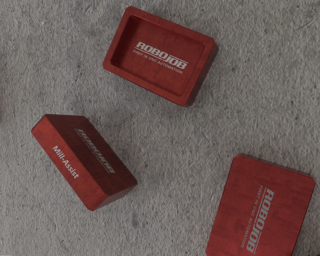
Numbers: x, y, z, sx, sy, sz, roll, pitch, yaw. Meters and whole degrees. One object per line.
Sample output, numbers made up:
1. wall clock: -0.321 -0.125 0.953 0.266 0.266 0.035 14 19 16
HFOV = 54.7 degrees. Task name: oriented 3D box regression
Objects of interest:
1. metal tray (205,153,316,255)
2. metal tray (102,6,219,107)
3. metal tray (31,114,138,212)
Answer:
1. metal tray: 0.116 0.104 0.365 0.090 0.030 0.129 17 96 19
2. metal tray: -0.001 -0.093 0.406 0.130 0.030 0.090 28 99 17
3. metal tray: -0.096 0.039 0.408 0.030 0.090 0.130 -44 76 15
